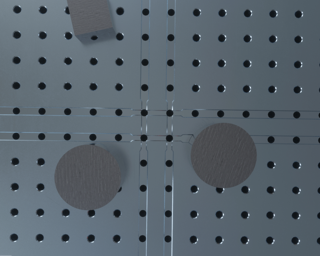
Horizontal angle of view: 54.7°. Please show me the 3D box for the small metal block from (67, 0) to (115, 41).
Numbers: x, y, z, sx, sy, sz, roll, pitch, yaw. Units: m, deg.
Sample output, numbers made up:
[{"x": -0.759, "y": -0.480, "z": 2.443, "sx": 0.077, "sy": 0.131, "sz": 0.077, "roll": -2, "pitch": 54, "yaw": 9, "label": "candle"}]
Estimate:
[{"x": -0.091, "y": -0.149, "z": 0.412, "sx": 0.050, "sy": 0.025, "sz": 0.050, "roll": -13, "pitch": 90, "yaw": 0, "label": "small metal block"}]

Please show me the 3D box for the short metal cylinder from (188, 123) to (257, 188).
[{"x": 0.078, "y": 0.033, "z": 0.401, "sx": 0.081, "sy": 0.050, "sz": 0.080, "roll": 0, "pitch": 90, "yaw": 0, "label": "short metal cylinder"}]

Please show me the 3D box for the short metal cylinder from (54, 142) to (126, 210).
[{"x": -0.087, "y": 0.060, "z": 0.400, "sx": 0.081, "sy": 0.050, "sz": 0.080, "roll": 0, "pitch": 90, "yaw": 0, "label": "short metal cylinder"}]
